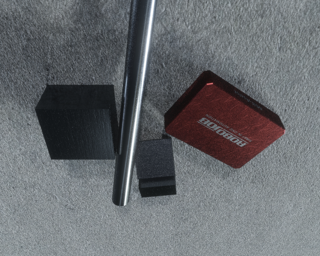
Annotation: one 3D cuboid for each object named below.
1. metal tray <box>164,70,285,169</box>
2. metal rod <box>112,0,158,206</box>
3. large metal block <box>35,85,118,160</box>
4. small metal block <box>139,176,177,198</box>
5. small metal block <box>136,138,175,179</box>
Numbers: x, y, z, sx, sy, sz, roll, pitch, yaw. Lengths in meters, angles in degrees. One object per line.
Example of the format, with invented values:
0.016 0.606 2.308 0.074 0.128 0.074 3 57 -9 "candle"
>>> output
0.082 -0.005 0.401 0.131 0.030 0.090 28 125 -22 "metal tray"
-0.035 -0.017 0.371 0.025 0.025 0.298 6 124 -6 "metal rod"
-0.097 -0.006 0.384 0.081 0.050 0.079 0 130 -1 "large metal block"
-0.003 0.071 0.450 0.050 0.050 0.025 -6 136 4 "small metal block"
-0.007 0.041 0.425 0.050 0.025 0.050 -6 90 4 "small metal block"
